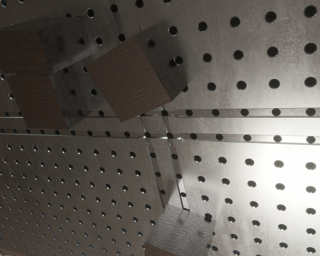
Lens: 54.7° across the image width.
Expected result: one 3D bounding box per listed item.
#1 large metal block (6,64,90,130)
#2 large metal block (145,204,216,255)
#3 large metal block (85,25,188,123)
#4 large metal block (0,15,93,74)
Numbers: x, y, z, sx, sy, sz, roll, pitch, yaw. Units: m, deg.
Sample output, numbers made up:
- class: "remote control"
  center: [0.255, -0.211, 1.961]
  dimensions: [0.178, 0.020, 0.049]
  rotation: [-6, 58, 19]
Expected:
- class: "large metal block"
  center: [-0.160, -0.045, 0.449]
  dimensions: [0.080, 0.050, 0.079]
  rotation: [2, 120, 27]
- class: "large metal block"
  center: [0.031, 0.171, 0.464]
  dimensions: [0.080, 0.080, 0.050]
  rotation: [15, 124, 19]
- class: "large metal block"
  center: [-0.027, -0.062, 0.370]
  dimensions: [0.080, 0.050, 0.080]
  rotation: [-21, 108, 35]
- class: "large metal block"
  center: [-0.146, -0.105, 0.385]
  dimensions: [0.080, 0.080, 0.050]
  rotation: [6, 121, 25]
